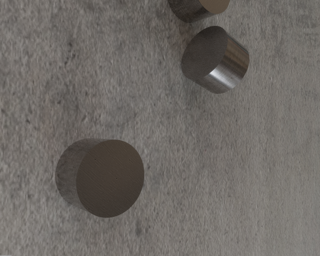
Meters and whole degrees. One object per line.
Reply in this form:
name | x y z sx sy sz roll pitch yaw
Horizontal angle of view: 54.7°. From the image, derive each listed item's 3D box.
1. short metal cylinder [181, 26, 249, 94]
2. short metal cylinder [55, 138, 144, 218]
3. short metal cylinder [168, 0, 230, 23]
short metal cylinder | 0.077 -0.095 0.435 0.050 0.080 0.080 24 75 -38
short metal cylinder | -0.064 0.051 0.336 0.081 0.050 0.079 0 90 -40
short metal cylinder | 0.055 -0.195 0.436 0.081 0.050 0.079 0 90 -40
